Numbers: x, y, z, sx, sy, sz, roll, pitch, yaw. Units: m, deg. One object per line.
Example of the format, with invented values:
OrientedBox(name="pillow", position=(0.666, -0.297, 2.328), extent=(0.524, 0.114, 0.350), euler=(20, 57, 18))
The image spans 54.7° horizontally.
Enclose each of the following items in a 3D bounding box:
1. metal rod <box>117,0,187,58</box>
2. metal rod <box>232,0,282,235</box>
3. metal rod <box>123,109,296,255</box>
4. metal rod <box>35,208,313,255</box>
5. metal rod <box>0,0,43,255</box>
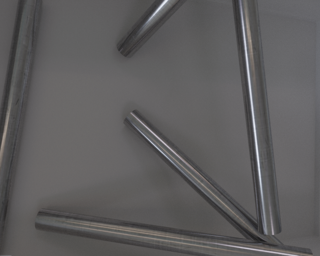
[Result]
OrientedBox(name="metal rod", position=(0.052, -0.171, 0.309), extent=(0.025, 0.299, 0.025), euler=(28, 44, -30))
OrientedBox(name="metal rod", position=(0.102, -0.034, 0.330), extent=(0.025, 0.025, 0.298), euler=(-10, 96, -20))
OrientedBox(name="metal rod", position=(0.071, 0.085, 0.372), extent=(0.300, 0.025, 0.025), euler=(42, 75, 10))
OrientedBox(name="metal rod", position=(0.009, 0.124, 0.345), extent=(0.302, 0.025, 0.025), euler=(7, 88, 6))
OrientedBox(name="metal rod", position=(-0.169, -0.001, 0.348), extent=(0.025, 0.025, 0.298), euler=(9, 87, -20))
